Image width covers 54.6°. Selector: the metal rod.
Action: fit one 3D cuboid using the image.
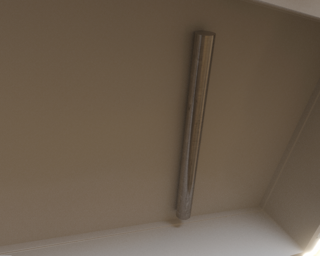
[{"bbox_3d":[0.046,0.016,0.442,0.025,0.025,0.298,-11,123,-23],"label":"metal rod"}]
